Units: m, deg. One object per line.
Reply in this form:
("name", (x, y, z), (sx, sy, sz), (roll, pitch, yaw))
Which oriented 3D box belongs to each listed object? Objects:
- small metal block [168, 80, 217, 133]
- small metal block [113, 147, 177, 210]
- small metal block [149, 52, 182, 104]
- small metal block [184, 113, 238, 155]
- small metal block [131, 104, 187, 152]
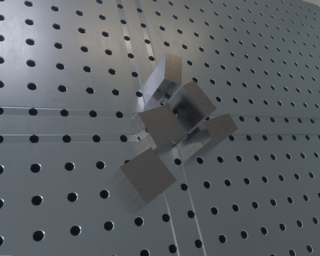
("small metal block", (0.043, -0.029, 0.432), (0.025, 0.050, 0.050), (-30, 79, -38))
("small metal block", (-0.017, 0.058, 0.363), (0.050, 0.025, 0.050), (-31, 79, -38))
("small metal block", (0.008, -0.070, 0.439), (0.025, 0.050, 0.050), (17, 55, -19))
("small metal block", (0.069, 0.008, 0.424), (0.050, 0.050, 0.025), (-17, 71, -35))
("small metal block", (-0.001, 0.001, 0.406), (0.050, 0.025, 0.050), (-20, 72, -35))
